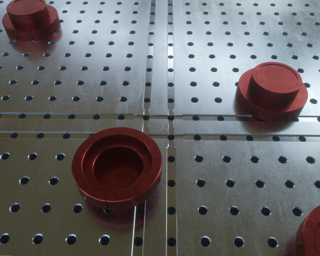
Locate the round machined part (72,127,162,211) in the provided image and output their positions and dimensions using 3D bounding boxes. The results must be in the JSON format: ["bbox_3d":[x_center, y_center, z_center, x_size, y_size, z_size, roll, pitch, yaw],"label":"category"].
[{"bbox_3d":[-0.047,0.049,0.355,0.099,0.042,0.098,0,50,0],"label":"round machined part"}]

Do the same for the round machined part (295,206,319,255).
[{"bbox_3d":[0.179,0.124,0.294,0.099,0.042,0.098,0,50,0],"label":"round machined part"}]

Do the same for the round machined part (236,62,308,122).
[{"bbox_3d":[0.163,-0.058,0.447,0.099,0.042,0.098,0,50,0],"label":"round machined part"}]

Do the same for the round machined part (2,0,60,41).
[{"bbox_3d":[-0.239,-0.206,0.569,0.099,0.042,0.098,0,50,0],"label":"round machined part"}]
